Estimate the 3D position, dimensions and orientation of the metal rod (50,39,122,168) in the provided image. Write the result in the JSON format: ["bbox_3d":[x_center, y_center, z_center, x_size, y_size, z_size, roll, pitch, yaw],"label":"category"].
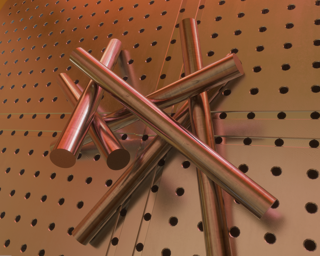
[{"bbox_3d":[-0.086,-0.057,0.419,0.025,0.025,0.300,-20,32,17],"label":"metal rod"}]

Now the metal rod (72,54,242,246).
[{"bbox_3d":[0.000,0.022,0.395,0.300,0.025,0.025,-49,51,-6],"label":"metal rod"}]

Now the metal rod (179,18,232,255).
[{"bbox_3d":[0.048,-0.006,0.362,0.025,0.025,0.299,-14,63,20],"label":"metal rod"}]

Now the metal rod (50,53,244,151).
[{"bbox_3d":[-0.038,-0.018,0.400,0.300,0.025,0.025,-22,53,30],"label":"metal rod"}]

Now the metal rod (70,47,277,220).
[{"bbox_3d":[-0.005,-0.011,0.349,0.300,0.025,0.025,39,84,26],"label":"metal rod"}]

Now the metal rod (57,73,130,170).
[{"bbox_3d":[-0.108,-0.027,0.434,0.025,0.025,0.300,-45,36,-3],"label":"metal rod"}]
